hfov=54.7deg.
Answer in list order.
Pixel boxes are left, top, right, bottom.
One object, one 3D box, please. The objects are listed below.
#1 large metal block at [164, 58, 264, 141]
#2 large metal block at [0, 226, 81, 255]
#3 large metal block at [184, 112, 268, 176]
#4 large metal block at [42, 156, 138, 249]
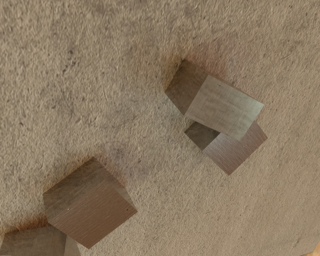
[{"bbox_3d":[0.061,-0.036,0.373,0.080,0.080,0.050,23,106,-24],"label":"large metal block"},{"bbox_3d":[-0.152,0.176,0.403,0.081,0.050,0.079,-9,124,-4],"label":"large metal block"},{"bbox_3d":[0.096,0.011,0.450,0.080,0.050,0.080,-45,130,3],"label":"large metal block"},{"bbox_3d":[-0.089,0.098,0.402,0.080,0.050,0.080,-37,129,-4],"label":"large metal block"}]
